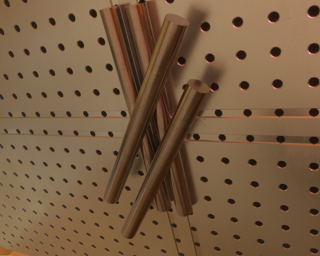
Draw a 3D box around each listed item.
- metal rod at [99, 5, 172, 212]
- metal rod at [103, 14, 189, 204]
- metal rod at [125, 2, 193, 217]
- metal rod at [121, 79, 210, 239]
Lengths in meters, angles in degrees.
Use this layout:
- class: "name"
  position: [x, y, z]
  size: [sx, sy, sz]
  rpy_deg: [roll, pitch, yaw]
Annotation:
- class: "metal rod"
  position: [-0.026, -0.008, 0.421]
  size: [0.025, 0.025, 0.298]
  rpy_deg: [1, 119, 28]
- class: "metal rod"
  position: [-0.030, 0.001, 0.397]
  size: [0.025, 0.025, 0.298]
  rpy_deg: [30, 128, 9]
- class: "metal rod"
  position: [0.005, -0.005, 0.406]
  size: [0.025, 0.025, 0.298]
  rpy_deg: [1, 119, 28]
- class: "metal rod"
  position: [-0.005, 0.063, 0.421]
  size: [0.025, 0.025, 0.298]
  rpy_deg: [30, 128, 9]
